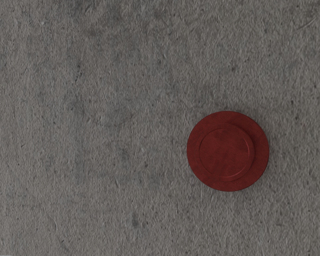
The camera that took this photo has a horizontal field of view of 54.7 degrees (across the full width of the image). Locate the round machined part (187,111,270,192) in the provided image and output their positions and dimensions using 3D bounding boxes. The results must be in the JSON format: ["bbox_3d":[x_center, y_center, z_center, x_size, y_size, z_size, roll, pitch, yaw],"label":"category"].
[{"bbox_3d":[0.079,0.028,0.372,0.098,0.042,0.097,0,90,20],"label":"round machined part"}]
